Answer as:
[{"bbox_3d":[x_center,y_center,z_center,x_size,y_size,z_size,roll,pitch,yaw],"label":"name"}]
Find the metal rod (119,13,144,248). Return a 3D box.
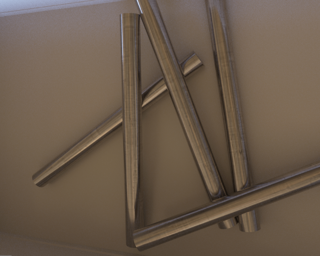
[{"bbox_3d":[-0.035,0.010,0.400,0.025,0.025,0.298,2,99,19],"label":"metal rod"}]

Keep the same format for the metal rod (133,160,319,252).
[{"bbox_3d":[0.111,0.076,0.346,0.301,0.025,0.025,-23,82,8],"label":"metal rod"}]

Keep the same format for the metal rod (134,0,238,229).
[{"bbox_3d":[0.032,-0.021,0.378,0.025,0.025,0.299,-20,91,18],"label":"metal rod"}]

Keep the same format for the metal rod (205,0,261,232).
[{"bbox_3d":[0.087,-0.026,0.379,0.025,0.025,0.298,-9,87,19],"label":"metal rod"}]

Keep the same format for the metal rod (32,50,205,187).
[{"bbox_3d":[-0.068,-0.004,0.433,0.300,0.025,0.025,-36,79,16],"label":"metal rod"}]
